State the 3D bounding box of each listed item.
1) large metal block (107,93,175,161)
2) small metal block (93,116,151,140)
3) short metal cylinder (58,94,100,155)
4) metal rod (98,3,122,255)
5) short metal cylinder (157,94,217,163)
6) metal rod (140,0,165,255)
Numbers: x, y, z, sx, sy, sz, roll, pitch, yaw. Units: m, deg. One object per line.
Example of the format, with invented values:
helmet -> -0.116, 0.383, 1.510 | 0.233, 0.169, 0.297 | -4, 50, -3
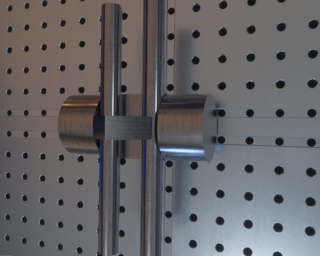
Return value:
large metal block -> -0.022, -0.002, 0.403 | 0.080, 0.050, 0.079 | 1, 90, 20
small metal block -> -0.043, 0.000, 0.344 | 0.050, 0.050, 0.025 | 2, 92, 64
short metal cylinder -> -0.089, -0.005, 0.411 | 0.050, 0.080, 0.079 | 2, 91, 20
metal rod -> -0.060, 0.002, 0.377 | 0.025, 0.025, 0.298 | 1, 90, 20
short metal cylinder -> 0.035, 0.000, 0.367 | 0.050, 0.080, 0.079 | 1, 90, 21
metal rod -> -0.008, 0.000, 0.359 | 0.025, 0.025, 0.298 | 1, 90, 20
